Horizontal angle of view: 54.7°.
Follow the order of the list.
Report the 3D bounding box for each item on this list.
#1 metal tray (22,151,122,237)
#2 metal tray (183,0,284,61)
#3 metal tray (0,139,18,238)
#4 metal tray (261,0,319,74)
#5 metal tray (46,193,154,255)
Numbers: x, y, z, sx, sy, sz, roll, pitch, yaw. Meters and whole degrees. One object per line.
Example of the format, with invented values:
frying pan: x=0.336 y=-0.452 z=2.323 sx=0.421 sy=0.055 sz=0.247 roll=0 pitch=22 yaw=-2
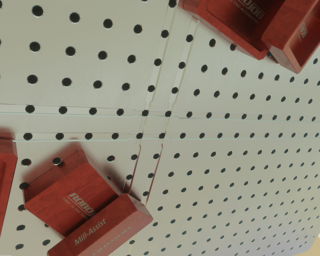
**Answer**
metal tray: x=-0.104 y=0.101 z=0.415 sx=0.090 sy=0.030 sz=0.130 roll=-35 pitch=129 yaw=-5
metal tray: x=0.102 y=-0.150 z=0.372 sx=0.131 sy=0.030 sz=0.090 roll=21 pitch=107 yaw=-37
metal tray: x=-0.215 y=0.072 z=0.335 sx=0.091 sy=0.030 sz=0.129 roll=8 pitch=115 yaw=-32
metal tray: x=0.183 y=-0.128 z=0.399 sx=0.131 sy=0.030 sz=0.090 roll=9 pitch=116 yaw=-58
metal tray: x=-0.079 y=0.152 z=0.439 sx=0.130 sy=0.030 sz=0.090 roll=-37 pitch=152 yaw=-4
